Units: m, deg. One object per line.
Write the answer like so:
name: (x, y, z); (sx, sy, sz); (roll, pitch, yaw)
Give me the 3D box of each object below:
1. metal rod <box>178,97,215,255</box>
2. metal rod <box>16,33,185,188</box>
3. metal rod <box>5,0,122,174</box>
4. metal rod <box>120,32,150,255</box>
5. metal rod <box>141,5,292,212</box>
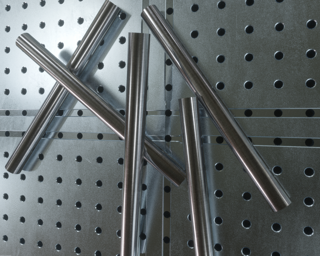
metal rod: (0.051, 0.111, 0.386); (0.025, 0.025, 0.298); (-6, 91, 19)
metal rod: (-0.083, -0.029, 0.422); (0.300, 0.025, 0.025); (41, 103, 8)
metal rod: (-0.149, -0.054, 0.463); (0.025, 0.025, 0.299); (39, 102, 15)
metal rod: (-0.033, 0.036, 0.389); (0.025, 0.025, 0.298); (9, 106, 19)
metal rod: (0.064, -0.033, 0.389); (0.025, 0.025, 0.299); (-36, 79, 16)
